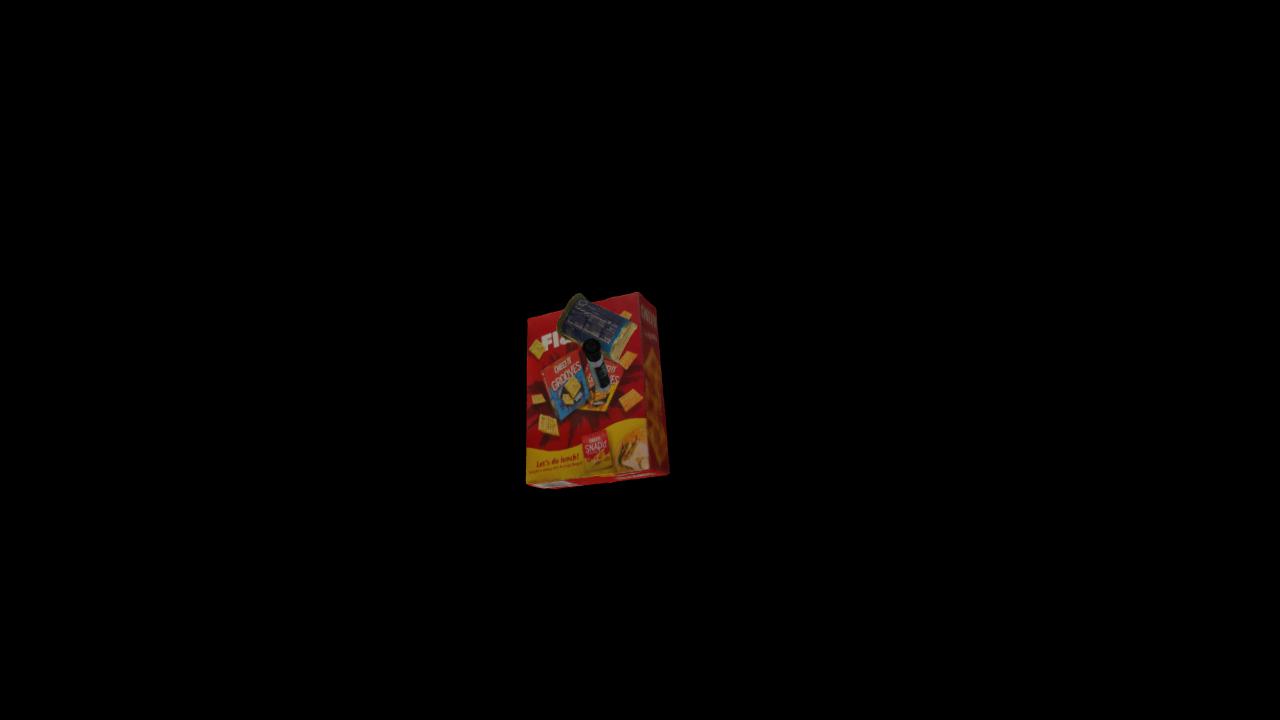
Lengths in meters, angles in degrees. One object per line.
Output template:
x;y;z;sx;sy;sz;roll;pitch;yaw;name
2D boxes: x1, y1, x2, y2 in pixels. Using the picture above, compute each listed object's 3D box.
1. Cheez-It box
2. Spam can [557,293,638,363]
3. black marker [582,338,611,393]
-0.058;0.041;0.770;0.166;0.223;0.071;-11;-20;21;Cheez-It box
-0.042;-0.030;0.767;0.085;0.058;0.101;27;-6;22;Spam can
-0.046;0.007;0.661;0.020;0.020;0.121;0;-22;3;black marker
